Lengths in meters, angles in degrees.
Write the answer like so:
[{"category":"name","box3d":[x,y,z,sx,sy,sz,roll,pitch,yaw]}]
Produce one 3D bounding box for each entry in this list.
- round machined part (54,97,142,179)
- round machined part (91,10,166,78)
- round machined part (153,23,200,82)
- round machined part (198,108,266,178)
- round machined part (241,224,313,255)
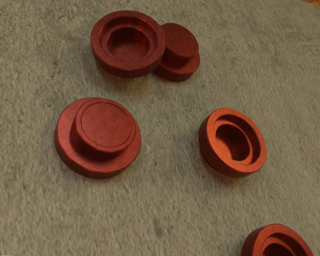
[{"category":"round machined part","box3d":[-0.067,0.005,0.355,0.099,0.042,0.098,14,56,-21]},{"category":"round machined part","box3d":[-0.043,-0.109,0.425,0.099,0.042,0.098,3,66,-6]},{"category":"round machined part","box3d":[0.021,-0.124,0.481,0.099,0.042,0.098,14,56,-21]},{"category":"round machined part","box3d":[0.095,0.024,0.432,0.099,0.042,0.098,14,56,-21]},{"category":"round machined part","box3d":[0.136,0.168,0.366,0.099,0.042,0.098,14,56,-21]}]
